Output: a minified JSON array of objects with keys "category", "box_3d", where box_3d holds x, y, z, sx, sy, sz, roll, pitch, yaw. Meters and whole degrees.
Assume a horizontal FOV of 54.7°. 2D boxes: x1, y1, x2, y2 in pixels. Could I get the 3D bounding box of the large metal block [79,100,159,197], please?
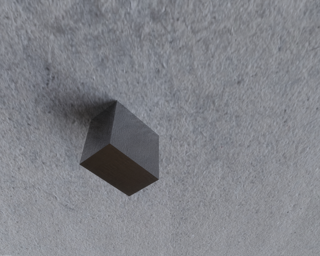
[{"category":"large metal block","box_3d":[-0.047,0.026,0.392,0.050,0.080,0.080,-34,123,25]}]
